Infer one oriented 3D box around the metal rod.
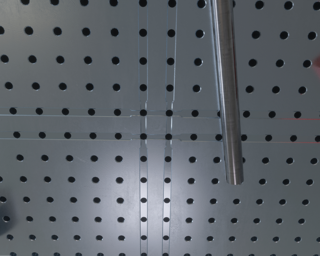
[{"bbox_3d":[0.085,-0.064,0.390,0.025,0.025,0.298,-8,110,3],"label":"metal rod"}]
